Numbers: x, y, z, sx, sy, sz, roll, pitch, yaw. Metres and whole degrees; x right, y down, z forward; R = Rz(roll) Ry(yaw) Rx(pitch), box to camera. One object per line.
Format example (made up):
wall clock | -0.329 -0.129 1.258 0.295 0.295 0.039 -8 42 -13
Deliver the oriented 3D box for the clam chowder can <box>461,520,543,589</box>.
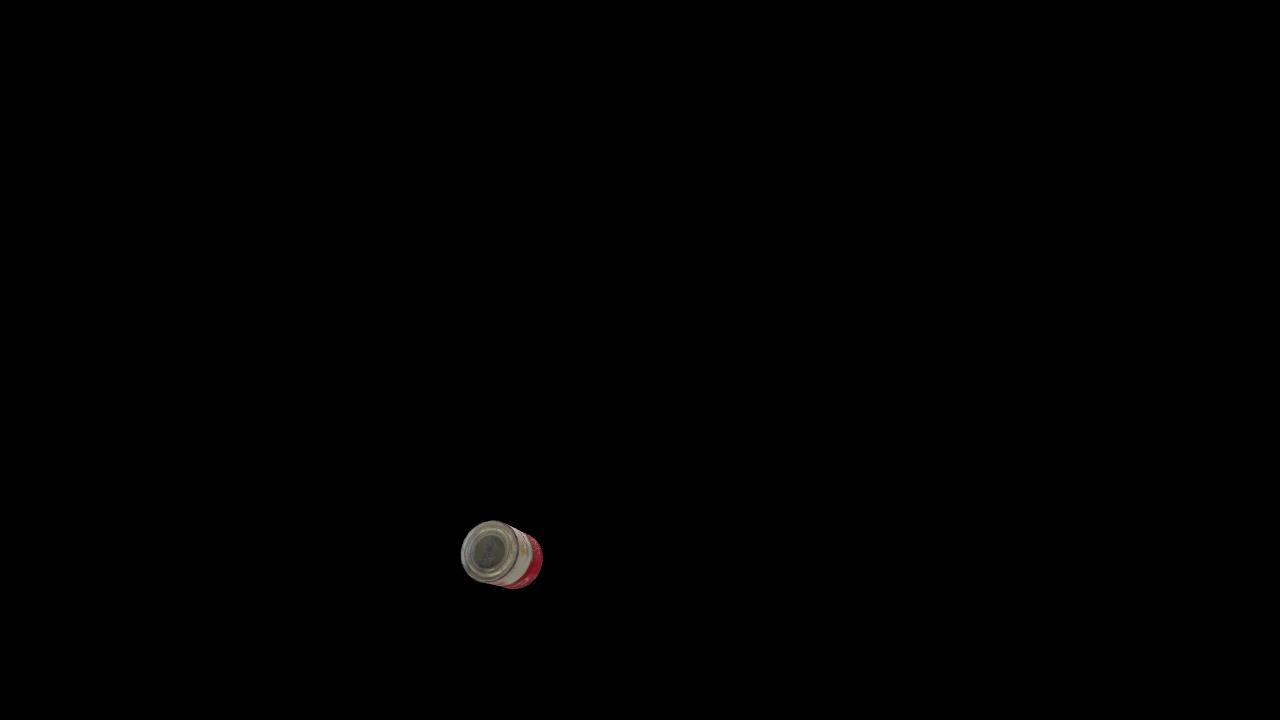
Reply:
clam chowder can | -0.159 0.227 0.715 0.068 0.068 0.102 0 -24 7
